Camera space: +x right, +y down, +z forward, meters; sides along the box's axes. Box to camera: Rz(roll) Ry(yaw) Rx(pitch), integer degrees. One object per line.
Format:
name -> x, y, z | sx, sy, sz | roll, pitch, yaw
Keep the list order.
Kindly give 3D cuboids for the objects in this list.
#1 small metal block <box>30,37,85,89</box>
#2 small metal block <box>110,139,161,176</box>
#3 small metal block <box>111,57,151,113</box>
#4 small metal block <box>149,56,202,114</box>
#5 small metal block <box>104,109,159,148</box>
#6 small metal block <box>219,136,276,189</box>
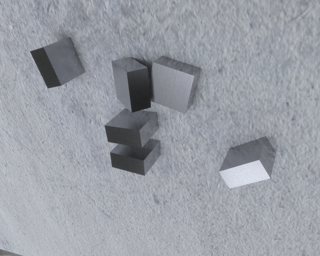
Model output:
small metal block -> -0.132, -0.086, 0.405 | 0.025, 0.050, 0.050 | -6, 116, 30
small metal block -> -0.033, 0.036, 0.428 | 0.050, 0.050, 0.025 | 12, 123, 21
small metal block -> -0.035, -0.053, 0.374 | 0.050, 0.025, 0.050 | 42, 143, 52
small metal block -> 0.016, -0.051, 0.366 | 0.050, 0.025, 0.050 | 21, 126, 15
small metal block -> -0.036, -0.001, 0.407 | 0.050, 0.050, 0.025 | 8, 122, 24
small metal block -> 0.103, 0.040, 0.361 | 0.050, 0.050, 0.025 | -24, 105, 36
